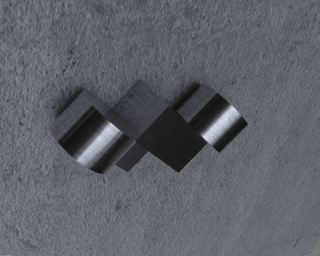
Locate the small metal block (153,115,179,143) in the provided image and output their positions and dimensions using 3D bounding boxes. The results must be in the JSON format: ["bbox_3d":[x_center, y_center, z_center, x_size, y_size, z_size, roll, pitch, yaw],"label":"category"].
[{"bbox_3d":[0.026,0.016,0.433,0.050,0.025,0.050,-46,129,4],"label":"small metal block"}]

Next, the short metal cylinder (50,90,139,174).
[{"bbox_3d":[-0.070,0.004,0.337,0.050,0.080,0.080,-46,129,4],"label":"short metal cylinder"}]

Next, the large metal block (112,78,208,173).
[{"bbox_3d":[-0.002,-0.004,0.371,0.050,0.080,0.080,-47,130,4],"label":"large metal block"}]

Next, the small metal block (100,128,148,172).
[{"bbox_3d":[-0.045,0.022,0.398,0.050,0.025,0.050,-46,129,4],"label":"small metal block"}]

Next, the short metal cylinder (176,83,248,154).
[{"bbox_3d":[0.066,-0.012,0.402,0.050,0.080,0.080,-46,129,4],"label":"short metal cylinder"}]
